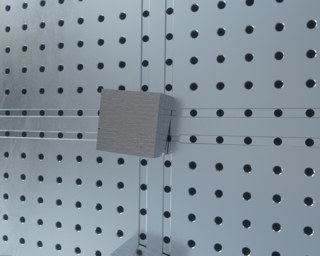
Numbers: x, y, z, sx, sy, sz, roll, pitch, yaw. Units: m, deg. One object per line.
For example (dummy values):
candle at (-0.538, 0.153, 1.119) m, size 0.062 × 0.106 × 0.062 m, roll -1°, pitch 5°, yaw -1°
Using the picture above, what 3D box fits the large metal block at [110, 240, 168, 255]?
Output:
large metal block at (-0.026, 0.208, 0.408) m, size 0.080 × 0.050 × 0.079 m, roll 14°, pitch 95°, yaw 19°

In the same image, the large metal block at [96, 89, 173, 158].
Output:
large metal block at (-0.033, -0.007, 0.410) m, size 0.080 × 0.050 × 0.079 m, roll 6°, pitch 92°, yaw 19°
